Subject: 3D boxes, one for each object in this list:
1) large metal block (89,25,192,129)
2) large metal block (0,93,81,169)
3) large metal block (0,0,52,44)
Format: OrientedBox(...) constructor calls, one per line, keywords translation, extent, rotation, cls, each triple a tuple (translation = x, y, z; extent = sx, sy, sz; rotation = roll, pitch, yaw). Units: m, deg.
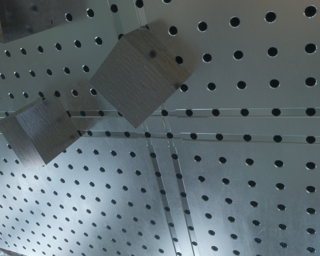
OrientedBox(translation=(-0.024, -0.059, 0.370), extent=(0.080, 0.050, 0.080), rotation=(45, 129, -4), cls="large metal block")
OrientedBox(translation=(-0.182, 0.004, 0.471), extent=(0.050, 0.080, 0.080), rotation=(-12, 113, 33), cls="large metal block")
OrientedBox(translation=(-0.196, -0.149, 0.384), extent=(0.080, 0.080, 0.050), rotation=(19, 126, 16), cls="large metal block")
